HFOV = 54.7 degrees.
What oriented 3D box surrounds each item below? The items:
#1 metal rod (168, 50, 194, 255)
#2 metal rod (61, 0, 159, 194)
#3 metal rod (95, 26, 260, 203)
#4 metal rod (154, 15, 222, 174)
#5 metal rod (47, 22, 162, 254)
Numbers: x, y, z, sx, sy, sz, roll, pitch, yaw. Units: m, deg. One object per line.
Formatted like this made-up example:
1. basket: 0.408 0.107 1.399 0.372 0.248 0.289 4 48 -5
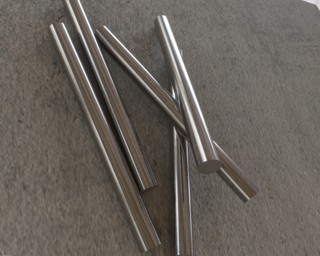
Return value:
1. metal rod: 0.025 0.011 0.411 0.025 0.025 0.299 14 56 -21
2. metal rod: -0.072 -0.059 0.402 0.025 0.025 0.299 -12 68 -33
3. metal rod: 0.011 -0.028 0.401 0.025 0.025 0.300 -29 70 -38
4. metal rod: 0.026 -0.068 0.414 0.025 0.025 0.300 10 43 -23
5. metal rod: -0.073 -0.003 0.367 0.025 0.025 0.299 -14 69 -34
